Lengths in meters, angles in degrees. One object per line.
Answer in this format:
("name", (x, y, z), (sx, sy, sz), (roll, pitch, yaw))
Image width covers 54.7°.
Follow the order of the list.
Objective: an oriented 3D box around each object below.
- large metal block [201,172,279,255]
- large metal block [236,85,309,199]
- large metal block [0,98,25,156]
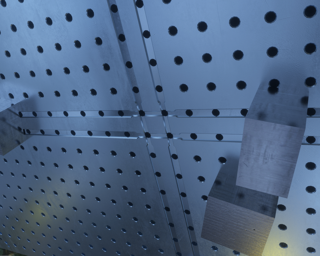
("large metal block", (0.105, 0.115, 0.411), (0.080, 0.050, 0.079), (16, 125, 19))
("large metal block", (0.117, 0.011, 0.320), (0.050, 0.080, 0.079), (12, 124, 21))
("large metal block", (-0.292, -0.008, 0.541), (0.080, 0.050, 0.079), (17, 125, 18))
